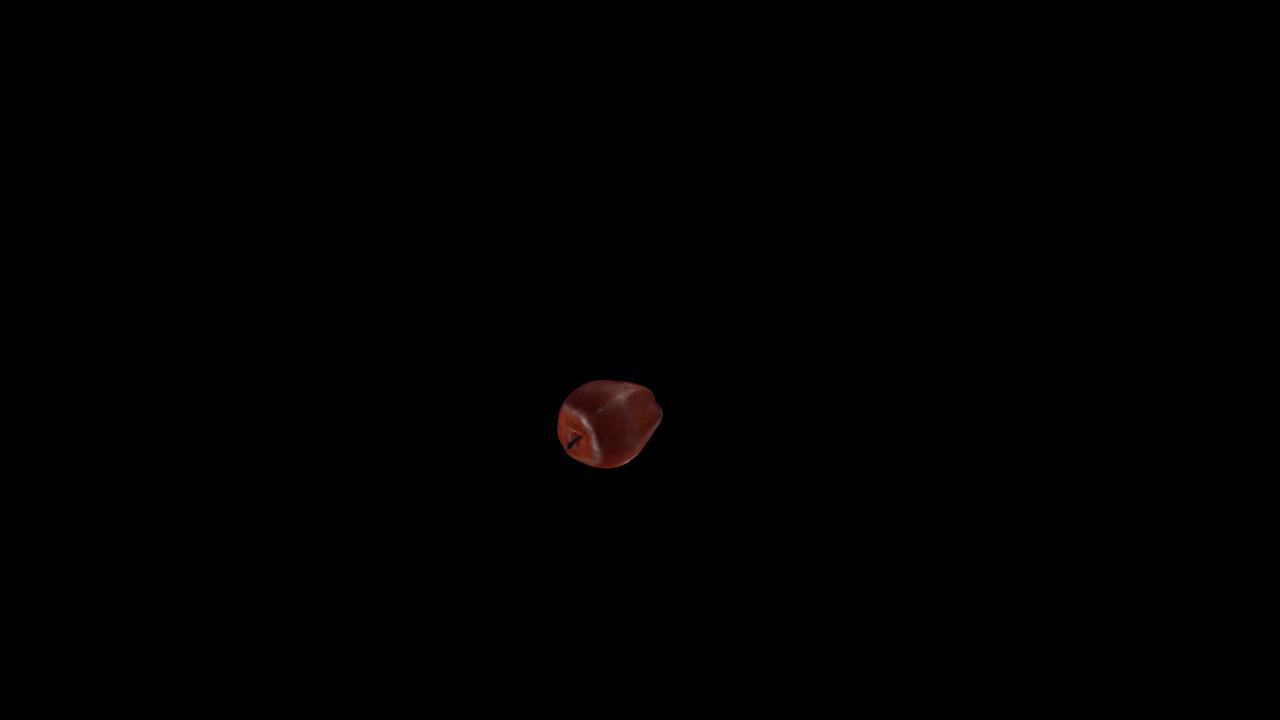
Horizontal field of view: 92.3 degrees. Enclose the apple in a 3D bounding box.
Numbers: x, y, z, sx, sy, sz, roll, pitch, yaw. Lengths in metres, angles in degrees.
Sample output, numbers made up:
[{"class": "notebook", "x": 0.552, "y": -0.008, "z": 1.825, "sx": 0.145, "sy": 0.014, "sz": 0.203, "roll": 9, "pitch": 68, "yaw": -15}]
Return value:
[{"class": "apple", "x": -0.028, "y": 0.055, "z": 0.538, "sx": 0.093, "sy": 0.079, "sz": 0.079, "roll": -24, "pitch": 15, "yaw": -36}]
